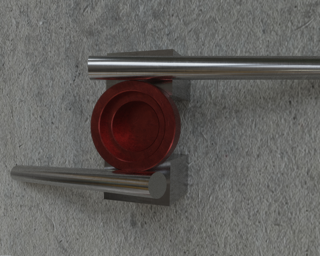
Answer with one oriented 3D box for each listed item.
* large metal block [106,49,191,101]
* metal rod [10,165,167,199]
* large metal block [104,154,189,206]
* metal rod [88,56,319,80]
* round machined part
[{"bbox_3d":[-0.011,-0.061,0.384,0.080,0.080,0.050,1,91,19],"label":"large metal block"},{"bbox_3d":[-0.113,0.062,0.390,0.300,0.025,0.025,-5,89,42],"label":"metal rod"},{"bbox_3d":[-0.013,0.059,0.385,0.080,0.080,0.050,1,91,19],"label":"large metal block"},{"bbox_3d":[0.079,-0.063,0.325,0.302,0.025,0.025,-1,90,-3],"label":"metal rod"},{"bbox_3d":[-0.024,-0.002,0.346,0.098,0.042,0.097,0,90,19],"label":"round machined part"}]
